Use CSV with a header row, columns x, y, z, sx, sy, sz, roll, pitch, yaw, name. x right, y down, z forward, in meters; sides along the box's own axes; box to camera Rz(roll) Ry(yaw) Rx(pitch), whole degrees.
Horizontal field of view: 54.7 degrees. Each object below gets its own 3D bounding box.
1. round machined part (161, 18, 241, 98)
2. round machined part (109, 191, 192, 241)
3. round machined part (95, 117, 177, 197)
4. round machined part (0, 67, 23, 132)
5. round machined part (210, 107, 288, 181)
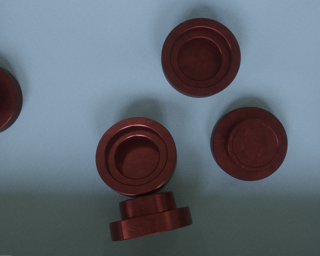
x,y,z,sx,sy,sz,roll,pitch,yaw,name
0.051,-0.088,0.403,0.099,0.042,0.097,0,90,0,round machined part
-0.013,0.105,0.377,0.099,0.098,0.042,-12,75,0,round machined part
-0.028,0.039,0.392,0.099,0.042,0.098,-2,69,5,round machined part
-0.236,-0.039,0.401,0.099,0.042,0.097,0,90,0,round machined part
0.118,0.021,0.404,0.099,0.042,0.097,0,90,0,round machined part
